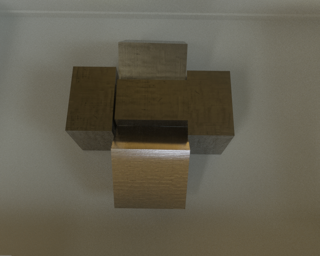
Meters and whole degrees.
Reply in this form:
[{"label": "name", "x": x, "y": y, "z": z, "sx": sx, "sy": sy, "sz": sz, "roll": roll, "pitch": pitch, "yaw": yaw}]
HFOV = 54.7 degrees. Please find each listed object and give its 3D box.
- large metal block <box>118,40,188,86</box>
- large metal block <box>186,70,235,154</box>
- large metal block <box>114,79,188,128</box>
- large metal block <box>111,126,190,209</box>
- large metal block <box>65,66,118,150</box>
[{"label": "large metal block", "x": -0.008, "y": -0.087, "z": 0.404, "sx": 0.080, "sy": 0.080, "sz": 0.050, "roll": 2, "pitch": 108, "yaw": 0}, {"label": "large metal block", "x": 0.056, "y": -0.016, "z": 0.385, "sx": 0.050, "sy": 0.080, "sz": 0.080, "roll": 1, "pitch": 70, "yaw": 0}, {"label": "large metal block", "x": -0.009, "y": -0.019, "z": 0.386, "sx": 0.080, "sy": 0.080, "sz": 0.050, "roll": 1, "pitch": 70, "yaw": 0}, {"label": "large metal block", "x": -0.011, "y": 0.045, "z": 0.355, "sx": 0.081, "sy": 0.079, "sz": 0.050, "roll": 1, "pitch": 28, "yaw": -1}, {"label": "large metal block", "x": -0.077, "y": -0.021, "z": 0.386, "sx": 0.050, "sy": 0.080, "sz": 0.080, "roll": 1, "pitch": 70, "yaw": 0}]
